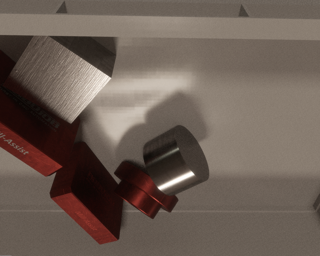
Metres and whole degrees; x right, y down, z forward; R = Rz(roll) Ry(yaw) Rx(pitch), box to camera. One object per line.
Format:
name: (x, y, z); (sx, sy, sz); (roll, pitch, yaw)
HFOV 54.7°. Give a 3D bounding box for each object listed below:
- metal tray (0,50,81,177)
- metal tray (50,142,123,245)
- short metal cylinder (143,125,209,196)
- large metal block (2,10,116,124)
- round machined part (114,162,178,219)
metal tray: (-0.155, -0.016, 0.350); (0.030, 0.090, 0.130); (-30, 124, 22)
metal tray: (-0.098, 0.095, 0.445); (0.030, 0.090, 0.130); (-18, 128, 14)
short metal cylinder: (0.022, 0.043, 0.410); (0.050, 0.080, 0.080); (-30, 124, 22)
large metal block: (-0.107, -0.063, 0.337); (0.080, 0.050, 0.080); (33, 123, -25)
round machined part: (-0.026, 0.093, 0.440); (0.098, 0.042, 0.098); (32, 164, 11)
